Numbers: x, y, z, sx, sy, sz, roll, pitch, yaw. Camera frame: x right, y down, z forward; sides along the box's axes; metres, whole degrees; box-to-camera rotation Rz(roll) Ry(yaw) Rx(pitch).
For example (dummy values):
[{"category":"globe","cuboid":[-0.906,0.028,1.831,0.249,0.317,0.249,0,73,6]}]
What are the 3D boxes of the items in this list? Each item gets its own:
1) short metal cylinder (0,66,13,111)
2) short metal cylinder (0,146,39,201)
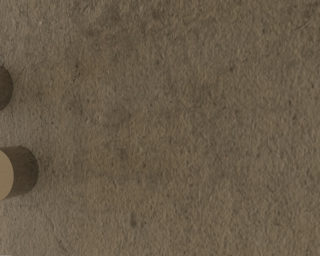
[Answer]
[{"category":"short metal cylinder","cuboid":[-0.286,-0.066,0.494,0.080,0.050,0.079,0,90,19]},{"category":"short metal cylinder","cuboid":[-0.238,0.069,0.477,0.080,0.050,0.079,0,90,19]}]
